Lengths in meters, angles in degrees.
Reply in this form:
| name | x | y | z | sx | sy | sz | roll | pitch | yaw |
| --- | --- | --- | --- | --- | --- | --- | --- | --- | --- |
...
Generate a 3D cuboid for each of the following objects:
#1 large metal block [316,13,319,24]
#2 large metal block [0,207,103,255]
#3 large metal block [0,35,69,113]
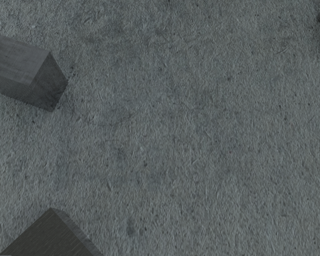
| name | x | y | z | sx | sy | sz | roll | pitch | yaw |
| --- | --- | --- | --- | --- | --- | --- | --- | --- | --- |
| large metal block | 0.295 | -0.157 | 0.454 | 0.081 | 0.050 | 0.080 | -16 | 71 | -6 |
| large metal block | -0.118 | 0.147 | 0.340 | 0.080 | 0.050 | 0.080 | 43 | 75 | 14 |
| large metal block | -0.178 | -0.070 | 0.403 | 0.080 | 0.080 | 0.050 | 20 | 71 | 7 |
